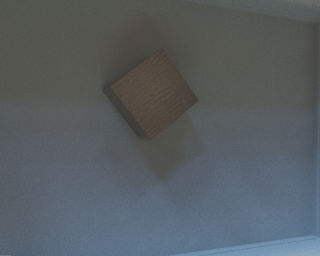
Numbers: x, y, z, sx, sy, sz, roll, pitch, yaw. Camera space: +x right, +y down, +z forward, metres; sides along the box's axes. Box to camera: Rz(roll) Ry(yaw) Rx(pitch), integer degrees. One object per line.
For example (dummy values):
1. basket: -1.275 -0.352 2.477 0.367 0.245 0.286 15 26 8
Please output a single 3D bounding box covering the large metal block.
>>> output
1. large metal block: -0.012 -0.041 0.394 0.080 0.050 0.080 -40 103 -16
